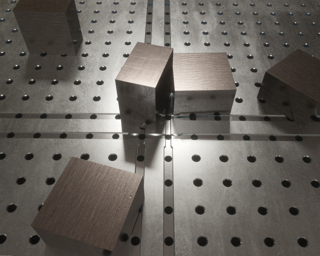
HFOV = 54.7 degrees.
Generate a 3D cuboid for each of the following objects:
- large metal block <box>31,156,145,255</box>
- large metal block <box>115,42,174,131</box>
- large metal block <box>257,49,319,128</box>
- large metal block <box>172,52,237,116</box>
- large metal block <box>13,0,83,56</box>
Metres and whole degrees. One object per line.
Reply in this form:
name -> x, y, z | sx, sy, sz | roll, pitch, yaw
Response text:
large metal block -> -0.068, 0.085, 0.319 | 0.080, 0.050, 0.080 | 14, 51, 10
large metal block -> -0.018, -0.056, 0.419 | 0.050, 0.080, 0.080 | 13, 51, 10
large metal block -> 0.202, -0.059, 0.444 | 0.080, 0.050, 0.080 | -34, 58, -25
large metal block -> 0.058, -0.064, 0.446 | 0.081, 0.050, 0.080 | -1, 50, -2
large metal block -> -0.180, -0.169, 0.512 | 0.080, 0.080, 0.050 | 3, 50, 2
